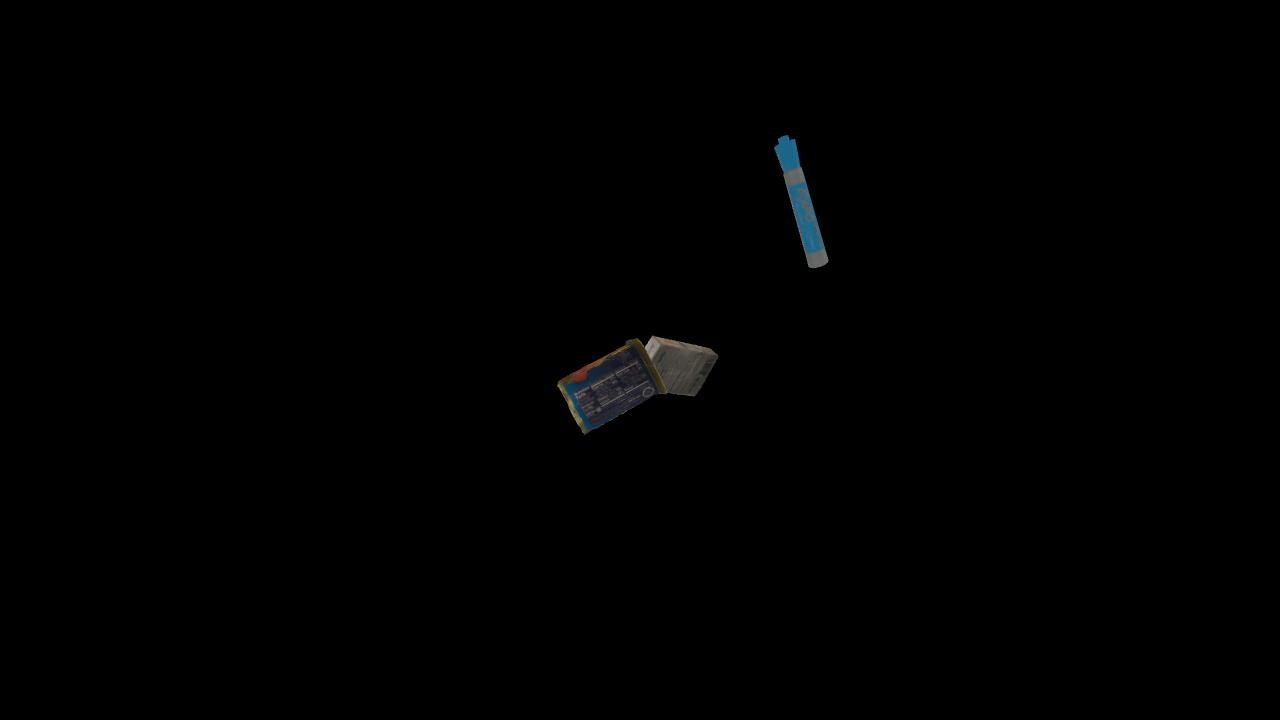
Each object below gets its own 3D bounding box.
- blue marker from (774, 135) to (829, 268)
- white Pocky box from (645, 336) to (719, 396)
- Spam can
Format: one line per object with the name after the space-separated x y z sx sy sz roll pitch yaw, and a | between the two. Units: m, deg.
0.146 -0.142 0.555 0.020 0.121 0.020 -20 21 8 | blue marker
0.055 0.012 0.971 0.154 0.084 0.028 10 26 -48 | white Pocky box
-0.029 0.025 0.586 0.085 0.058 0.101 -29 4 -6 | Spam can
